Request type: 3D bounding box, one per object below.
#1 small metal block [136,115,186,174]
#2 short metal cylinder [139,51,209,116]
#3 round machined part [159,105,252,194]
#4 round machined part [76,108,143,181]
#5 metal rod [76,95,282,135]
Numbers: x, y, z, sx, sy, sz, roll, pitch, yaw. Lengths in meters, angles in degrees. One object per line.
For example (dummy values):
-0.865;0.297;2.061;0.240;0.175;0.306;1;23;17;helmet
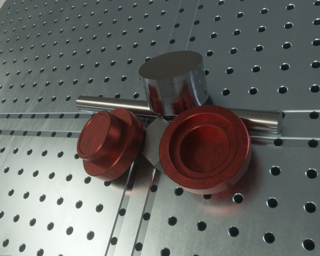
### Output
0.001;0.020;0.390;0.050;0.025;0.050;-45;51;-3;small metal block
0.018;-0.059;0.395;0.080;0.050;0.080;-11;34;7;short metal cylinder
0.052;0.026;0.346;0.098;0.042;0.098;-11;60;19;round machined part
-0.071;0.016;0.403;0.098;0.042;0.098;-28;45;33;round machined part
0.003;-0.022;0.415;0.300;0.025;0.025;8;66;31;metal rod
